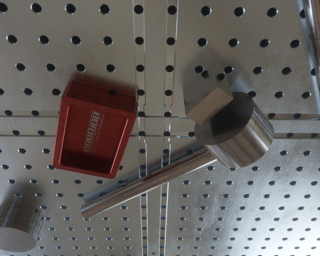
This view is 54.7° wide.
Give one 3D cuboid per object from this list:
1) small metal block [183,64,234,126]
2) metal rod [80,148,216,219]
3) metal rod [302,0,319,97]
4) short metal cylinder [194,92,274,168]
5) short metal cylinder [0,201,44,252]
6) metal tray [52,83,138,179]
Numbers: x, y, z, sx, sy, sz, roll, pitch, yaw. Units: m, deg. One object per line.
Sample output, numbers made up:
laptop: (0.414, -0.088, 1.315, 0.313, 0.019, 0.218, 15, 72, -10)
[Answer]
small metal block: (0.055, -0.039, 0.363, 0.025, 0.050, 0.050, 32, 123, -24)
metal rod: (-0.004, 0.078, 0.477, 0.300, 0.025, 0.025, -28, 125, 21)
metal rod: (0.172, -0.100, 0.329, 0.025, 0.025, 0.299, -21, 128, 16)
short metal cylinder: (0.090, 0.002, 0.379, 0.080, 0.080, 0.050, -32, 124, 23)
short metal cylinder: (-0.250, 0.173, 0.539, 0.081, 0.050, 0.079, 0, 130, 0)
metal tray: (-0.089, 0.010, 0.415, 0.091, 0.030, 0.129, 13, 129, -12)
